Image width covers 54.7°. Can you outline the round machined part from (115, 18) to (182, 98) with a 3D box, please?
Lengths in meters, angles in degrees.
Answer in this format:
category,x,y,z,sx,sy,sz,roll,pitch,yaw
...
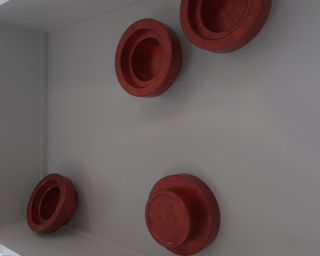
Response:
category,x,y,z,sx,sy,sz,roll,pitch,yaw
round machined part,-0.011,-0.088,0.405,0.098,0.042,0.097,0,90,40

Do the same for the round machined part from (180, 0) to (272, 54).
category,x,y,z,sx,sy,sz,roll,pitch,yaw
round machined part,0.073,-0.130,0.336,0.098,0.042,0.097,0,90,40

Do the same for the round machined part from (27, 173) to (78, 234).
category,x,y,z,sx,sy,sz,roll,pitch,yaw
round machined part,-0.178,0.130,0.528,0.098,0.042,0.098,-20,54,31

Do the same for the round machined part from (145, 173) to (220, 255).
category,x,y,z,sx,sy,sz,roll,pitch,yaw
round machined part,0.020,0.107,0.379,0.098,0.042,0.097,0,90,40
